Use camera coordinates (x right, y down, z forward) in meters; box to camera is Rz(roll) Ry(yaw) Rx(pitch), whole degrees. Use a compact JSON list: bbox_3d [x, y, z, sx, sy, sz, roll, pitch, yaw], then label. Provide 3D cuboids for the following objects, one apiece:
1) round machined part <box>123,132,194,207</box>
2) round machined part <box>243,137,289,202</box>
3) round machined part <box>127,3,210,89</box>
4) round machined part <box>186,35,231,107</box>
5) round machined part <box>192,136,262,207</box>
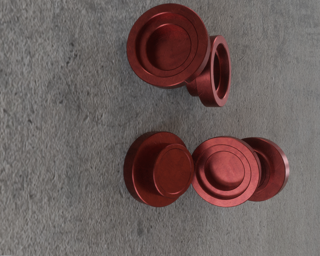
[{"bbox_3d":[0.006,0.053,0.398,0.099,0.042,0.097,0,90,-40],"label":"round machined part"},{"bbox_3d":[0.139,0.063,0.470,0.042,0.098,0.097,0,91,-53],"label":"round machined part"},{"bbox_3d":[0.013,-0.096,0.378,0.042,0.098,0.097,7,85,-72],"label":"round machined part"},{"bbox_3d":[0.066,-0.078,0.434,0.099,0.042,0.097,-9,100,-62],"label":"round machined part"},{"bbox_3d":[0.094,0.059,0.443,0.042,0.098,0.097,-6,94,-65],"label":"round machined part"}]
